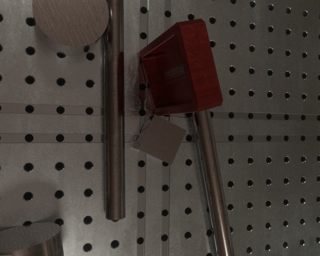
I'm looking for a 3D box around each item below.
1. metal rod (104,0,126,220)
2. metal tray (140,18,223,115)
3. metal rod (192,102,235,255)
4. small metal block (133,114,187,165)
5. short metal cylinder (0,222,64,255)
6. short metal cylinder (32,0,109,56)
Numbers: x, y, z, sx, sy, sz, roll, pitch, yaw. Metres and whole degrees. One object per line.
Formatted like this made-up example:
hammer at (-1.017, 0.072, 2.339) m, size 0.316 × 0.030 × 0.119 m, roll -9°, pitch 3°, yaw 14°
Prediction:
metal rod at (-0.058, -0.036, 0.391) m, size 0.025 × 0.025 × 0.298 m, roll -1°, pitch 90°, yaw -20°
metal tray at (0.018, -0.063, 0.365) m, size 0.030 × 0.130 × 0.089 m, roll -16°, pitch 96°, yaw -20°
metal rod at (0.071, 0.049, 0.440) m, size 0.025 × 0.025 × 0.298 m, roll -12°, pitch 94°, yaw -20°
small metal block at (0.000, 0.015, 0.414) m, size 0.050 × 0.025 × 0.050 m, roll 27°, pitch 81°, yaw -18°
short metal cylinder at (-0.145, 0.140, 0.330) m, size 0.081 × 0.080 × 0.050 m, roll -7°, pitch 93°, yaw -20°
short metal cylinder at (-0.104, -0.129, 0.361) m, size 0.081 × 0.050 × 0.079 m, roll 0°, pitch 90°, yaw -21°
